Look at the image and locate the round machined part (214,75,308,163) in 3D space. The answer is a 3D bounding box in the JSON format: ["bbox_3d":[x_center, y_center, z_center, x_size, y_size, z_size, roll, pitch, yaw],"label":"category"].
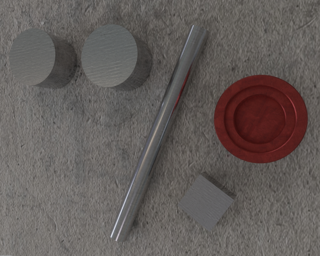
[{"bbox_3d":[0.115,-0.010,0.359,0.098,0.042,0.097,0,90,20],"label":"round machined part"}]

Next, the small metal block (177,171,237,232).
[{"bbox_3d":[0.059,0.091,0.388,0.050,0.025,0.050,37,102,16],"label":"small metal block"}]

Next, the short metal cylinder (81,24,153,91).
[{"bbox_3d":[-0.057,-0.092,0.416,0.080,0.050,0.079,0,90,20],"label":"short metal cylinder"}]

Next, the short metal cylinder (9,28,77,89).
[{"bbox_3d":[-0.171,-0.100,0.456,0.080,0.050,0.079,0,90,20],"label":"short metal cylinder"}]

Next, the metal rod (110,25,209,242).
[{"bbox_3d":[-0.004,0.013,0.410,0.025,0.025,0.298,24,98,18],"label":"metal rod"}]
